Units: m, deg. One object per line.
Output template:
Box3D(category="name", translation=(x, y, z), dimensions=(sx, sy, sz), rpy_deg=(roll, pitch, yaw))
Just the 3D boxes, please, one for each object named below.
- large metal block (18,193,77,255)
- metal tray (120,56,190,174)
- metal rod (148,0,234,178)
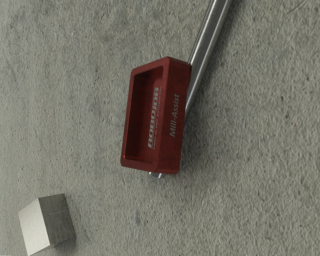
Box3D(category="large metal block", translation=(-0.203, 0.172, 0.553), dimensions=(0.080, 0.050, 0.080), rpy_deg=(-34, 69, 34))
Box3D(category="metal tray", translation=(-0.009, -0.013, 0.378), dimensions=(0.090, 0.030, 0.129), rpy_deg=(-2, 80, 57))
Box3D(category="metal rod", translation=(0.045, -0.075, 0.366), dimensions=(0.025, 0.025, 0.298), rpy_deg=(31, 109, 35))
